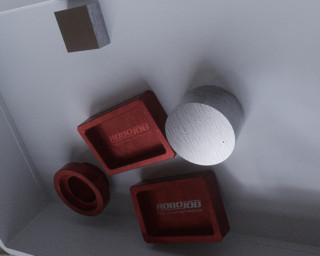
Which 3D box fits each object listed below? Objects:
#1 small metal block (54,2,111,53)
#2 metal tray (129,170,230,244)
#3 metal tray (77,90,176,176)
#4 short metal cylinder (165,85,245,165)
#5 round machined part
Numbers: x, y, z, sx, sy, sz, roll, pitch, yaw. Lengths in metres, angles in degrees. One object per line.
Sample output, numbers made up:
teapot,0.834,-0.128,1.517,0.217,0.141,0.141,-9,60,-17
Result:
small metal block,-0.095,-0.123,0.381,0.050,0.025,0.050,1,119,27
metal tray,0.025,0.115,0.443,0.130,0.030,0.090,-16,90,34
metal tray,-0.045,0.011,0.434,0.130,0.030,0.090,-20,108,35
short metal cylinder,0.053,-0.004,0.362,0.080,0.050,0.079,13,124,20
round machined part,-0.126,0.098,0.522,0.098,0.042,0.097,13,124,20
